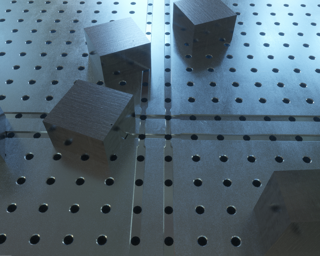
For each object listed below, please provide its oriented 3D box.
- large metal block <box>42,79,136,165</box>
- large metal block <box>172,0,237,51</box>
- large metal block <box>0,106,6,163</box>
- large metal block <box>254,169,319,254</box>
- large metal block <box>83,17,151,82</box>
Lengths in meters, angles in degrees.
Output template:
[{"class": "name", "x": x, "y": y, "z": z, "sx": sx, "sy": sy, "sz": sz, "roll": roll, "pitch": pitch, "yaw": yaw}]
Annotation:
[{"class": "large metal block", "x": -0.086, "y": -0.009, "z": 0.398, "sx": 0.080, "sy": 0.050, "sz": 0.080, "roll": 17, "pitch": 52, "yaw": 13}, {"class": "large metal block", "x": 0.077, "y": -0.191, "z": 0.553, "sx": 0.081, "sy": 0.050, "sz": 0.080, "roll": -19, "pitch": 53, "yaw": -15}, {"class": "large metal block", "x": -0.229, "y": -0.007, "z": 0.375, "sx": 0.050, "sy": 0.080, "sz": 0.080, "roll": -13, "pitch": 52, "yaw": -11}, {"class": "large metal block", "x": 0.147, "y": 0.083, "z": 0.304, "sx": 0.081, "sy": 0.080, "sz": 0.050, "roll": -2, "pitch": 50, "yaw": -2}, {"class": "large metal block", "x": -0.068, "y": -0.128, "z": 0.498, "sx": 0.081, "sy": 0.050, "sz": 0.080, "roll": -20, "pitch": 53, "yaw": -17}]
